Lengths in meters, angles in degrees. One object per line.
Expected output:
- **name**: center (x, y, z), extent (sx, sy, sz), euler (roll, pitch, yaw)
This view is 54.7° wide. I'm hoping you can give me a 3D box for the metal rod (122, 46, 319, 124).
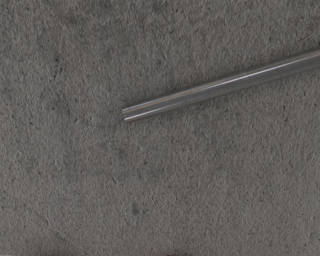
- **metal rod**: center (0.099, -0.059, 0.389), extent (0.301, 0.025, 0.025), euler (-16, 109, 5)
